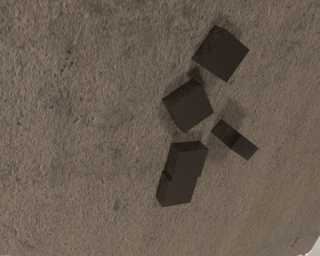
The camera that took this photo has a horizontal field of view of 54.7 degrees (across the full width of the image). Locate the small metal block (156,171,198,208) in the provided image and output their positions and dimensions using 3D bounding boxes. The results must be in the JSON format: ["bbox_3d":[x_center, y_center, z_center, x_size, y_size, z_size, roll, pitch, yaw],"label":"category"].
[{"bbox_3d":[0.026,0.092,0.480,0.050,0.025,0.050,-2,120,-28],"label":"small metal block"}]

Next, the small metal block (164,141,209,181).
[{"bbox_3d":[0.039,0.048,0.460,0.050,0.025,0.050,-3,120,-27],"label":"small metal block"}]

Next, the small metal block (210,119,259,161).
[{"bbox_3d":[0.112,0.018,0.465,0.050,0.050,0.025,31,101,-38],"label":"small metal block"}]

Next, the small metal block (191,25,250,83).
[{"bbox_3d":[0.077,-0.093,0.393,0.050,0.025,0.050,25,105,-37],"label":"small metal block"}]

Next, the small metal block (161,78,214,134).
[{"bbox_3d":[0.038,-0.029,0.411,0.050,0.025,0.050,-35,129,-5],"label":"small metal block"}]
